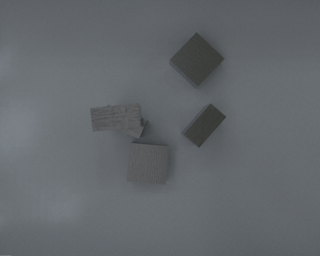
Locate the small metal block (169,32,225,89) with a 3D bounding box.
[{"bbox_3d":[0.048,-0.089,0.412,0.050,0.025,0.050,44,90,-1],"label":"small metal block"}]

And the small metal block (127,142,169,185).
[{"bbox_3d":[-0.016,0.046,0.411,0.050,0.025,0.050,5,90,-1],"label":"small metal block"}]

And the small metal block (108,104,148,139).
[{"bbox_3d":[-0.044,-0.008,0.398,0.050,0.050,0.025,21,90,-1],"label":"small metal block"}]

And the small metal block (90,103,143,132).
[{"bbox_3d":[-0.047,-0.011,0.348,0.050,0.050,0.025,-6,90,0],"label":"small metal block"}]

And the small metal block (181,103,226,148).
[{"bbox_3d":[0.054,-0.003,0.400,0.025,0.050,0.050,41,90,-1],"label":"small metal block"}]
